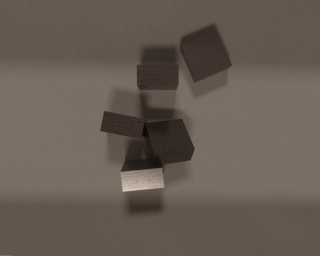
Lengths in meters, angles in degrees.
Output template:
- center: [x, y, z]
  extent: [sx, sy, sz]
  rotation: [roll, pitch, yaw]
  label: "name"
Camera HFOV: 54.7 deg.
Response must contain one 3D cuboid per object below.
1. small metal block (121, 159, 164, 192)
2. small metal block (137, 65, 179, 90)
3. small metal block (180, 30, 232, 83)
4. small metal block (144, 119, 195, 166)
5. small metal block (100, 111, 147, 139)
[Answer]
- center: [-0.021, 0.059, 0.397]
  extent: [0.050, 0.050, 0.025]
  rotation: [-6, 99, 0]
  label: "small metal block"
- center: [-0.003, -0.064, 0.399]
  extent: [0.050, 0.050, 0.025]
  rotation: [-1, 90, -1]
  label: "small metal block"
- center: [0.060, -0.094, 0.412]
  extent: [0.050, 0.025, 0.050]
  rotation: [-23, 90, -1]
  label: "small metal block"
- center: [0.010, 0.017, 0.393]
  extent: [0.050, 0.025, 0.050]
  rotation: [-7, 51, -16]
  label: "small metal block"
- center: [-0.045, -0.004, 0.398]
  extent: [0.050, 0.050, 0.025]
  rotation: [11, 90, 0]
  label: "small metal block"
